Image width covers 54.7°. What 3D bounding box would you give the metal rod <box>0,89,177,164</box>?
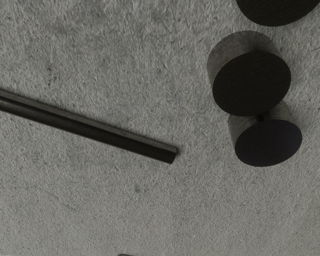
[{"bbox_3d":[-0.119,-0.008,0.399,0.302,0.025,0.025,19,128,-16],"label":"metal rod"}]

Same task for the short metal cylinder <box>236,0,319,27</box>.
[{"bbox_3d":[0.102,-0.138,0.274,0.081,0.050,0.079,0,130,0],"label":"short metal cylinder"}]

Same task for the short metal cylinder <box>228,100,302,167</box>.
[{"bbox_3d":[0.132,0.004,0.396,0.081,0.050,0.079,0,130,0],"label":"short metal cylinder"}]

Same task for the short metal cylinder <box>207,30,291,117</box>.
[{"bbox_3d":[0.095,-0.059,0.342,0.081,0.050,0.079,0,130,0],"label":"short metal cylinder"}]
